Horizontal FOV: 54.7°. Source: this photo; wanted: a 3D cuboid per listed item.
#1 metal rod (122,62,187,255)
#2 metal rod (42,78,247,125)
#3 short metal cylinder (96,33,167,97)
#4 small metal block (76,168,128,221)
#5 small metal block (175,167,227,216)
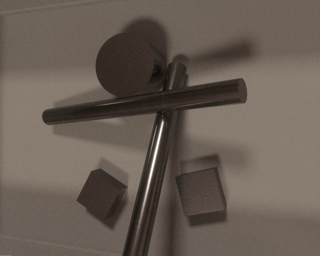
[{"bbox_3d":[-0.009,0.056,0.347,0.025,0.025,0.299,5,66,19],"label":"metal rod"},{"bbox_3d":[-0.043,-0.026,0.385,0.300,0.025,0.025,-5,89,34],"label":"metal rod"},{"bbox_3d":[-0.037,-0.079,0.409,0.080,0.050,0.079,0,90,19],"label":"short metal cylinder"},{"bbox_3d":[-0.082,0.093,0.438,0.050,0.025,0.050,31,100,17],"label":"small metal block"},{"bbox_3d":[0.052,0.080,0.392,0.050,0.025,0.050,-15,85,19],"label":"small metal block"}]
